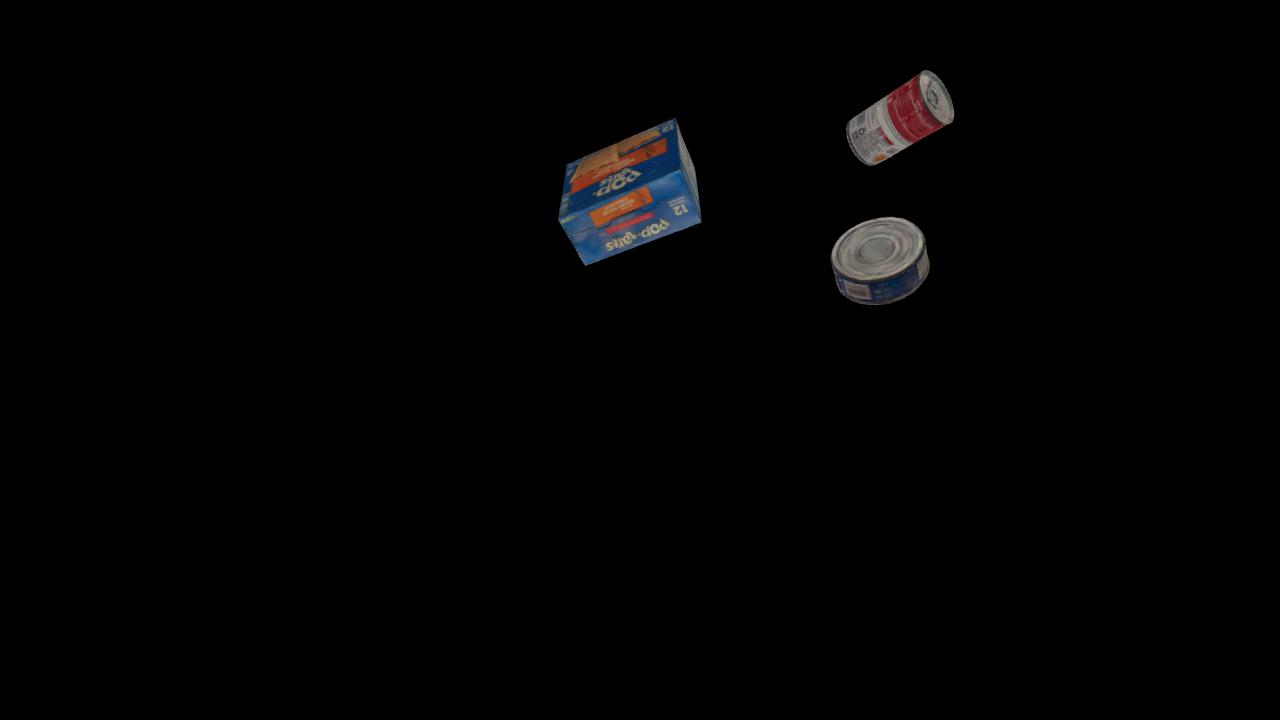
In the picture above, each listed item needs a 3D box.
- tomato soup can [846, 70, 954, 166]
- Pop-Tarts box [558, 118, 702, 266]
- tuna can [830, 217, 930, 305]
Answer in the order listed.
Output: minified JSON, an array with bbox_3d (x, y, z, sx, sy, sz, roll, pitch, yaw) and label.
[{"bbox_3d":[0.309,-0.285,0.736,0.068,0.068,0.101,0,-14,-35],"label":"tomato soup can"},{"bbox_3d":[-0.013,-0.222,0.811,0.167,0.141,0.083,-18,-46,18],"label":"Pop-Tarts box"},{"bbox_3d":[0.222,-0.094,0.573,0.084,0.084,0.034,0,-36,32],"label":"tuna can"}]
